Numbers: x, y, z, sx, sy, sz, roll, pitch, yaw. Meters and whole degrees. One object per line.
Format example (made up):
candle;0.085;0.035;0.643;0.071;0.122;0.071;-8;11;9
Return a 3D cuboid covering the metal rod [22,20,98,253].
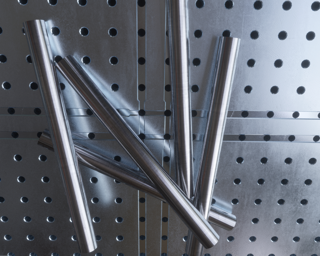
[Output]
metal rod;-0.123;0.019;0.393;0.025;0.025;0.298;-10;101;3

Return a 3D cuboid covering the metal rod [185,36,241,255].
metal rod;0.067;0.034;0.410;0.025;0.025;0.298;6;104;-3

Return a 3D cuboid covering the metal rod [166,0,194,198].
metal rod;0.026;-0.048;0.389;0.025;0.025;0.298;-4;108;1

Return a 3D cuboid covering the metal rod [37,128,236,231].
metal rod;-0.025;0.077;0.441;0.301;0.025;0.025;27;108;-10

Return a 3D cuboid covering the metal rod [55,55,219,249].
metal rod;-0.025;0.034;0.396;0.025;0.025;0.300;-38;95;12
